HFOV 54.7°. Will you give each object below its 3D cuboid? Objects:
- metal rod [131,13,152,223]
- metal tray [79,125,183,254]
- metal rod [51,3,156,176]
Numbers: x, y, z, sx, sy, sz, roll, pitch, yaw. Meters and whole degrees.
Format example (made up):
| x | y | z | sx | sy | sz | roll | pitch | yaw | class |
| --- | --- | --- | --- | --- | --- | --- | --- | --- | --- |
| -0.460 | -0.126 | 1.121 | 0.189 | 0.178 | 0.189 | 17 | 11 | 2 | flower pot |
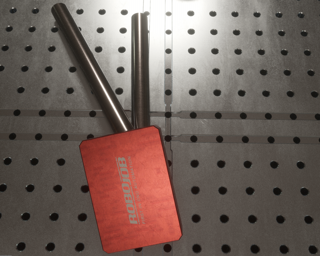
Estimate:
| x | y | z | sx | sy | sz | roll | pitch | yaw | class |
| --- | --- | --- | --- | --- | --- | --- | --- | --- | --- |
| -0.026 | -0.027 | 0.421 | 0.025 | 0.025 | 0.299 | -2 | 70 | -1 | metal rod |
| -0.031 | 0.068 | 0.354 | 0.090 | 0.030 | 0.129 | -12 | 92 | 3 | metal tray |
| -0.084 | -0.063 | 0.418 | 0.025 | 0.025 | 0.299 | -27 | 67 | -10 | metal rod |
